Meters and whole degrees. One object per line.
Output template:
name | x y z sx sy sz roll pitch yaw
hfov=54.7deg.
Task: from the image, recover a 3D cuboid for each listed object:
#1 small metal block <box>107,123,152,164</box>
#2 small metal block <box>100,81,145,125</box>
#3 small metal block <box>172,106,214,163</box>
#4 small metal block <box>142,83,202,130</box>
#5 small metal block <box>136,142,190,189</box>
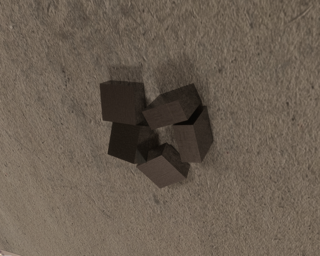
small metal block | -0.041 0.017 0.417 0.050 0.025 0.050 14 97 37
small metal block | -0.049 -0.034 0.404 0.050 0.025 0.050 8 112 23
small metal block | 0.041 0.007 0.372 0.025 0.050 0.050 -1 118 28
small metal block | 0.015 -0.026 0.366 0.050 0.050 0.025 -15 110 34
small metal block | 0.005 0.053 0.429 0.050 0.025 0.050 -29 115 37
